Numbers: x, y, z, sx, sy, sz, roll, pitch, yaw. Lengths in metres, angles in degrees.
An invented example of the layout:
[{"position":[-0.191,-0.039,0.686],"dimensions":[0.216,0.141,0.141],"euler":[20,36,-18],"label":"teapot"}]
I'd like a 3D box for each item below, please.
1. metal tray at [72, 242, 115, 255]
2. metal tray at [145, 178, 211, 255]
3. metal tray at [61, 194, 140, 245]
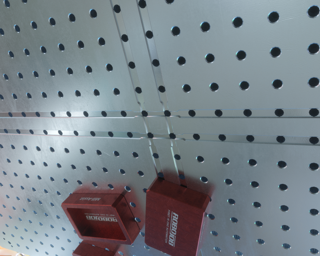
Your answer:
[{"position":[-0.131,0.314,0.672],"dimensions":[0.090,0.030,0.129],"euler":[6,121,25],"label":"metal tray"},{"position":[0.024,0.148,0.488],"dimensions":[0.090,0.030,0.129],"euler":[16,125,19],"label":"metal tray"},{"position":[-0.110,0.166,0.569],"dimensions":[0.130,0.030,0.090],"euler":[-7,115,31],"label":"metal tray"}]
